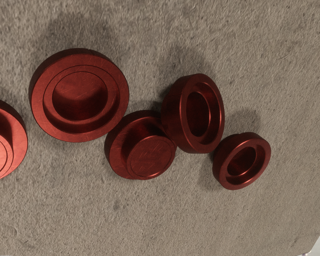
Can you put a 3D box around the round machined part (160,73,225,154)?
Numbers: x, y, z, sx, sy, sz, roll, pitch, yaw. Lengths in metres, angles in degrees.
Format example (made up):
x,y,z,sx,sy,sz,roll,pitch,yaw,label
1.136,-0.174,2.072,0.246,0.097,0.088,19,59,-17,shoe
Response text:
x,y,z,sx,sy,sz,roll,pitch,yaw,label
0.038,-0.017,0.388,0.099,0.042,0.097,5,83,-49,round machined part

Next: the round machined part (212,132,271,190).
x,y,z,sx,sy,sz,roll,pitch,yaw,label
0.125,0.048,0.497,0.099,0.042,0.097,-14,125,-21,round machined part

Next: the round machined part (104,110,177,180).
x,y,z,sx,sy,sz,roll,pitch,yaw,label
-0.019,0.029,0.405,0.099,0.042,0.097,-14,125,-21,round machined part

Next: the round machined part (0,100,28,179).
x,y,z,sx,sy,sz,roll,pitch,yaw,label
-0.184,0.019,0.307,0.099,0.042,0.097,-14,125,-21,round machined part

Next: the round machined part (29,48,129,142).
x,y,z,sx,sy,sz,roll,pitch,yaw,label
-0.086,-0.037,0.327,0.099,0.042,0.097,-14,125,-21,round machined part
